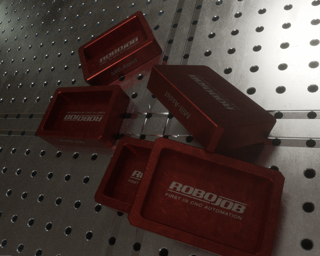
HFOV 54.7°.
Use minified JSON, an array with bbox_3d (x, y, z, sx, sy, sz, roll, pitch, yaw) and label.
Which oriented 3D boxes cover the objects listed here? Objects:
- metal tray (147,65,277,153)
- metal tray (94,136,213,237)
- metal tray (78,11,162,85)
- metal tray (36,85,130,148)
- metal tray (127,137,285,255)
[{"bbox_3d":[0.055,-0.030,0.357,0.130,0.091,0.030,49,133,39],"label":"metal tray"},{"bbox_3d":[-0.005,0.064,0.367,0.130,0.030,0.090,9,66,31],"label":"metal tray"},{"bbox_3d":[-0.070,-0.131,0.519,0.130,0.030,0.090,-28,52,9],"label":"metal tray"},{"bbox_3d":[-0.119,-0.020,0.477,0.130,0.030,0.090,2,62,28],"label":"metal tray"},{"bbox_3d":[0.045,0.070,0.303,0.131,0.030,0.090,16,69,7],"label":"metal tray"}]
